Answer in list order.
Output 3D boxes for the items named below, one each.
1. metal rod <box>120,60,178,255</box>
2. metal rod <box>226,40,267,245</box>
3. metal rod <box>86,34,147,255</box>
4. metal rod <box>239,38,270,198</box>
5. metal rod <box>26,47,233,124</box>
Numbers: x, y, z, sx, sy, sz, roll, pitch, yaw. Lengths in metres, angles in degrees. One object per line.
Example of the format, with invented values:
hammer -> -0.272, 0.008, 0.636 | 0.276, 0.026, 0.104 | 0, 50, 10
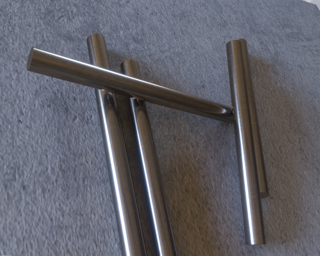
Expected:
metal rod -> -0.014, 0.044, 0.370 | 0.025, 0.025, 0.299 | 2, 61, -28
metal rod -> 0.119, 0.005, 0.439 | 0.025, 0.025, 0.299 | 10, 66, -23
metal rod -> -0.056, 0.009, 0.368 | 0.025, 0.025, 0.299 | 0, 62, -29
metal rod -> 0.144, -0.034, 0.504 | 0.025, 0.025, 0.300 | 16, 55, -19
metal rod -> -0.008, -0.044, 0.396 | 0.302, 0.025, 0.025 | 12, 56, -33
